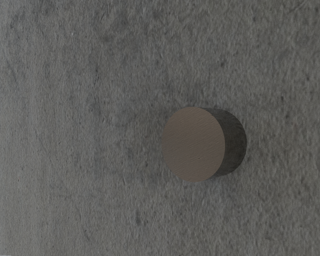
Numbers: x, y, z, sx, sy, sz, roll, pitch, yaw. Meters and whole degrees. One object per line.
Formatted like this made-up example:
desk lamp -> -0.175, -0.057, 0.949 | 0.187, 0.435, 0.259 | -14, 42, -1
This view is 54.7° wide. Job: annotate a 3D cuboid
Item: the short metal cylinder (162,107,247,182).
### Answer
short metal cylinder -> 0.049, 0.017, 0.347 | 0.080, 0.050, 0.079 | 0, 90, 39
